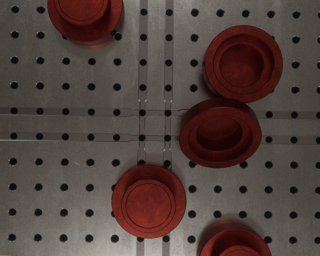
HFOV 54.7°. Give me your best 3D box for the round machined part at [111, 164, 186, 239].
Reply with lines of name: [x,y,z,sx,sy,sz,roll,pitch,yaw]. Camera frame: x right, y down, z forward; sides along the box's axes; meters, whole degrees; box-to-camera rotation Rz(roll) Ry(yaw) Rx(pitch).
round machined part: [-0.014,0.097,0.405,0.099,0.042,0.097,0,90,-1]

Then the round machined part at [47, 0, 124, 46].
round machined part: [-0.098,-0.161,0.403,0.099,0.042,0.097,0,90,-1]

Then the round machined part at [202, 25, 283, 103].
round machined part: [0.105,-0.080,0.406,0.099,0.042,0.097,0,90,-1]

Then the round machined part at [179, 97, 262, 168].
round machined part: [0.073,0.002,0.390,0.099,0.042,0.097,1,128,2]

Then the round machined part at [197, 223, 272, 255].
round machined part: [0.100,0.180,0.406,0.099,0.042,0.097,0,90,-1]
